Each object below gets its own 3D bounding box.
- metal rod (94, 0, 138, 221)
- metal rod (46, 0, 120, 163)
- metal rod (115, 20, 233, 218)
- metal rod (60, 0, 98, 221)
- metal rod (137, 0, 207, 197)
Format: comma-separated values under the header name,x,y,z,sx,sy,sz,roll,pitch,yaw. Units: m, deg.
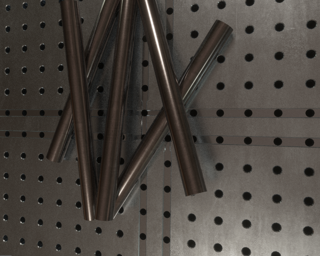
name,x,y,z,sx,sy,sz,roll,pitch,yaw
metal rod,-0.058,-0.029,0.417,0.025,0.025,0.298,5,86,19
metal rod,-0.103,-0.090,0.447,0.025,0.025,0.298,25,98,18
metal rod,0.002,-0.003,0.410,0.025,0.025,0.299,35,101,16
metal rod,-0.109,-0.019,0.429,0.025,0.025,0.298,-2,97,19
metal rod,0.007,-0.066,0.386,0.025,0.025,0.299,-18,75,19
